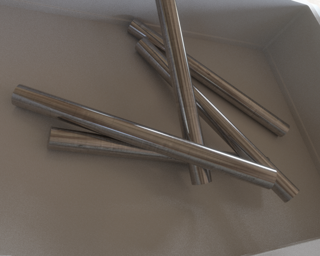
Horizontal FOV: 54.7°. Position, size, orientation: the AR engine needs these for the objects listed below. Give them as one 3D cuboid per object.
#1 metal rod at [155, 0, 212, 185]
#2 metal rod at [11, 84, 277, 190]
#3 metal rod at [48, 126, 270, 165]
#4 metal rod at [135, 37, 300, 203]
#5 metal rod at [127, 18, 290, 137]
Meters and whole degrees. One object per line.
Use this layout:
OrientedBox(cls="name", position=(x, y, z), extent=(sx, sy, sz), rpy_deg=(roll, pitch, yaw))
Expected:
OrientedBox(cls="metal rod", position=(0.022, -0.080, 0.381), extent=(0.025, 0.025, 0.298), rpy_deg=(-10, 88, -32))
OrientedBox(cls="metal rod", position=(-0.015, 0.011, 0.350), extent=(0.302, 0.025, 0.025), rpy_deg=(18, 54, -2))
OrientedBox(cls="metal rod", position=(0.017, 0.032, 0.394), extent=(0.302, 0.025, 0.025), rpy_deg=(9, 58, -24))
OrientedBox(cls="metal rod", position=(0.071, -0.020, 0.433), extent=(0.025, 0.025, 0.300), rpy_deg=(-32, 73, -38))
OrientedBox(cls="metal rod", position=(0.081, -0.078, 0.495), extent=(0.301, 0.025, 0.025), rpy_deg=(33, 51, -6))
